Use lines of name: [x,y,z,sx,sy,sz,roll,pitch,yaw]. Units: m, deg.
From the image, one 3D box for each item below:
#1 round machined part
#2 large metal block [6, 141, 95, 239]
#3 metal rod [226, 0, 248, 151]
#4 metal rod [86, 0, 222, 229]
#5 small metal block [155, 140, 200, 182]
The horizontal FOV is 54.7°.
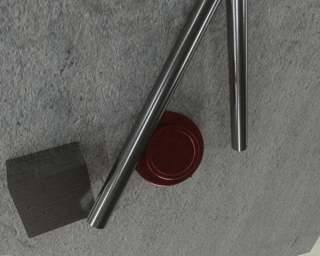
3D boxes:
round machined part: [0.011,0.028,0.397,0.099,0.042,0.097,-2,97,-14]
large metal block: [-0.126,0.072,0.367,0.081,0.050,0.079,-16,125,-20]
metal rod: [0.103,-0.089,0.409,0.025,0.025,0.298,-23,127,-15]
metal rod: [-0.008,-0.020,0.358,0.025,0.025,0.299,24,95,-37]
small metal block: [0.025,0.047,0.452,0.050,0.025,0.050,-3,120,-27]
